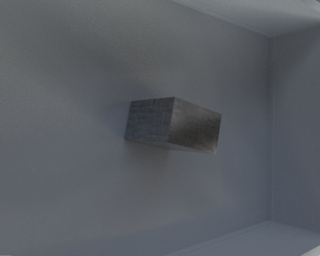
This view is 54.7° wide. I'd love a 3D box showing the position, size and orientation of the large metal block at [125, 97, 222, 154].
[{"bbox_3d":[0.016,-0.001,0.383,0.081,0.080,0.050,16,80,-39],"label":"large metal block"}]
